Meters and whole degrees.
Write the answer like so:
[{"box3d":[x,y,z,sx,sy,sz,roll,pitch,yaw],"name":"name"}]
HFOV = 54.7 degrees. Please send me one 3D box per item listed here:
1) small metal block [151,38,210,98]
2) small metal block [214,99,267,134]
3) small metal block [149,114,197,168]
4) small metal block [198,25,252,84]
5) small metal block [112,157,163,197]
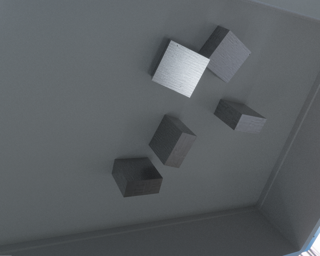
[{"box3d":[0.023,-0.071,0.367,0.050,0.025,0.050,23,107,-13],"name":"small metal block"},{"box3d":[0.115,-0.017,0.448,0.050,0.050,0.025,8,115,-32],"name":"small metal block"},{"box3d":[0.016,0.017,0.414,0.025,0.050,0.050,17,110,-35],"name":"small metal block"},{"box3d":[0.081,-0.093,0.397,0.050,0.025,0.050,29,102,-38],"name":"small metal block"},{"box3d":[-0.032,0.065,0.417,0.050,0.050,0.025,0,119,-29],"name":"small metal block"}]
